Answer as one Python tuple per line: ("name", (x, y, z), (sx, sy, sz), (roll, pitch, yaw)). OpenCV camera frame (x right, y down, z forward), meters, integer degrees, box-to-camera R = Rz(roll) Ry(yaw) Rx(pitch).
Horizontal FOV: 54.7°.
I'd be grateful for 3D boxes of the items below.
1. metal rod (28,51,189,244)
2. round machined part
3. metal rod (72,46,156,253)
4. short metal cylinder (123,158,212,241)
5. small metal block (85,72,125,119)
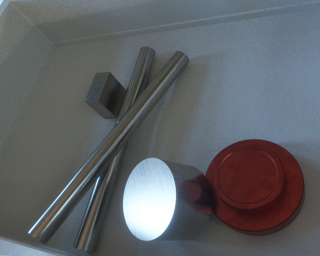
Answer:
("metal rod", (-0.052, 0.010, 0.397), (0.025, 0.025, 0.301), (21, 64, 35))
("round machined part", (0.092, 0.054, 0.313), (0.098, 0.042, 0.098), (-13, 56, 20))
("metal rod", (-0.055, 0.012, 0.425), (0.025, 0.025, 0.300), (1, 62, 28))
("short metal cylinder", (0.006, 0.074, 0.321), (0.080, 0.050, 0.080), (-20, 62, 44))
("small metal block", (-0.078, -0.047, 0.458), (0.025, 0.050, 0.050), (1, 62, 28))
